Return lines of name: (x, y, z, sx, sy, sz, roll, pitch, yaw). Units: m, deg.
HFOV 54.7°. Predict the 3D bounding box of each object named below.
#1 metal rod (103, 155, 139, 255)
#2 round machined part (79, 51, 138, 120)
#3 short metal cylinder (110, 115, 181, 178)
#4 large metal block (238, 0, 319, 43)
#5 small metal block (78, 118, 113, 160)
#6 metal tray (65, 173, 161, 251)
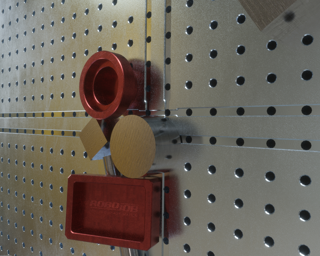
metal rod: (-0.042, 0.186, 0.441, 0.025, 0.025, 0.299, -20, 77, 38)
round machined part: (-0.072, -0.061, 0.455, 0.098, 0.042, 0.097, 0, 90, 39)
short metal cylinder: (-0.020, 0.023, 0.407, 0.080, 0.050, 0.079, 0, 90, 39)
large metal block: (0.118, -0.144, 0.295, 0.080, 0.050, 0.080, -40, 66, 32)
small metal block: (-0.096, 0.015, 0.486, 0.050, 0.025, 0.050, -45, 64, 30)
metal tray: (-0.066, 0.111, 0.427, 0.130, 0.030, 0.089, 0, 85, 21)
